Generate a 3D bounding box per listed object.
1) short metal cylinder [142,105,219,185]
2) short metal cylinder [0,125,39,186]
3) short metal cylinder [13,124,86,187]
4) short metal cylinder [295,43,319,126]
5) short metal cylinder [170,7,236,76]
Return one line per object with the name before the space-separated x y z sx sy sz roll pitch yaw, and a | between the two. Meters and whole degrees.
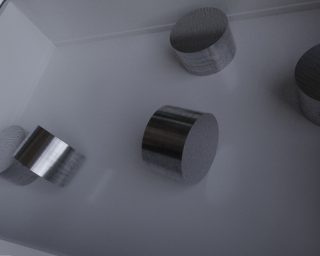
short metal cylinder | 0.025 0.018 0.346 0.050 0.080 0.080 15 69 34
short metal cylinder | -0.219 0.042 0.475 0.080 0.050 0.080 -14 56 21
short metal cylinder | -0.150 0.038 0.424 0.080 0.080 0.050 25 76 36
short metal cylinder | 0.185 -0.045 0.320 0.080 0.050 0.080 -13 56 20
short metal cylinder | 0.060 -0.119 0.430 0.080 0.050 0.080 -13 56 20
